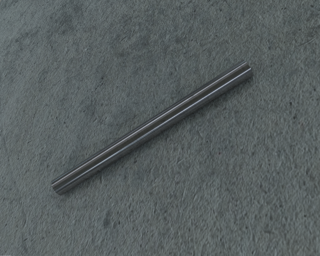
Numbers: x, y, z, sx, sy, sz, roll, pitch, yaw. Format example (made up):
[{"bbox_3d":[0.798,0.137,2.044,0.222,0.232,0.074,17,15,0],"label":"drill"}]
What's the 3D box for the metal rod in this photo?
[{"bbox_3d":[-0.015,0.003,0.410,0.300,0.025,0.025,-32,52,7],"label":"metal rod"}]
